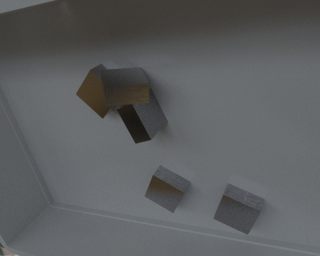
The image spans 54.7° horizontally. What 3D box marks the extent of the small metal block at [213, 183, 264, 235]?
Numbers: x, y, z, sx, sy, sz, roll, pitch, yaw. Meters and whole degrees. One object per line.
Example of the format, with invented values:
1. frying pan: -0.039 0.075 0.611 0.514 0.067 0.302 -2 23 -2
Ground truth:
1. small metal block: 0.106 0.110 0.421 0.050 0.025 0.050 22 127 14

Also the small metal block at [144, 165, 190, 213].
1. small metal block: 0.010 0.091 0.459 0.050 0.025 0.050 28 128 10

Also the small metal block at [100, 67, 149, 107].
1. small metal block: -0.043 -0.050 0.371 0.050 0.050 0.025 -6 123 -13

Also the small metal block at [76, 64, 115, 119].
1. small metal block: -0.078 -0.049 0.420 0.050 0.025 0.050 43 129 -2

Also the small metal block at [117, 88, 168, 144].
1. small metal block: -0.021 -0.016 0.394 0.025 0.050 0.050 -15 111 34
